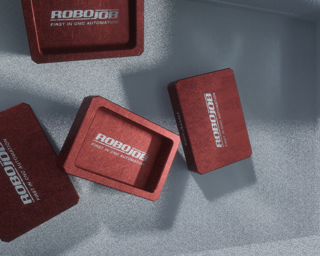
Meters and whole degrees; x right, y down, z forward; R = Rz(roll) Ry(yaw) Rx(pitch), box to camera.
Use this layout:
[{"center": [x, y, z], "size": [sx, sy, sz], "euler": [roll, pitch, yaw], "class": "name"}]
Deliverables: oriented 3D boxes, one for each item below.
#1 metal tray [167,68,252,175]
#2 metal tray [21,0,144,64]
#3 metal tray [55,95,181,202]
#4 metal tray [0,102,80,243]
[{"center": [0.071, -0.011, 0.434], "size": [0.091, 0.030, 0.129], "euler": [-16, 96, -19], "class": "metal tray"}, {"center": [-0.085, -0.126, 0.355], "size": [0.131, 0.030, 0.089], "euler": [-10, 122, -20], "class": "metal tray"}, {"center": [-0.045, 0.027, 0.373], "size": [0.131, 0.030, 0.090], "euler": [27, 80, -33], "class": "metal tray"}, {"center": [-0.161, 0.048, 0.348], "size": [0.091, 0.030, 0.129], "euler": [-28, 99, -18], "class": "metal tray"}]
